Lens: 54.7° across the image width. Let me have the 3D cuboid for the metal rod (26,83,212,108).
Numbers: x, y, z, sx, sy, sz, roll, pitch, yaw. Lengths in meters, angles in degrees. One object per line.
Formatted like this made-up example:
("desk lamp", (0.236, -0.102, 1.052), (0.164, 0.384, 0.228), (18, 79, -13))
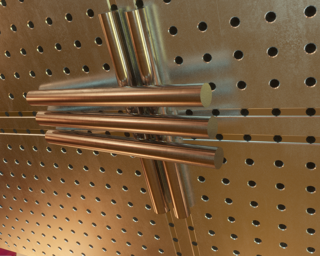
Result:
("metal rod", (-0.076, -0.040, 0.398), (0.300, 0.025, 0.025), (3, 120, 35))

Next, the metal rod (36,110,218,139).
("metal rod", (-0.067, -0.008, 0.413), (0.300, 0.025, 0.025), (4, 121, 35))

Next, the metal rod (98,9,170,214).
("metal rod", (-0.028, -0.004, 0.422), (0.025, 0.025, 0.298), (1, 119, 27))

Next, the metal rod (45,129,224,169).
("metal rod", (-0.057, 0.023, 0.427), (0.300, 0.025, 0.025), (5, 121, 35))

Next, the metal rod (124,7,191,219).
("metal rod", (0.003, -0.001, 0.408), (0.025, 0.025, 0.298), (1, 119, 27))
